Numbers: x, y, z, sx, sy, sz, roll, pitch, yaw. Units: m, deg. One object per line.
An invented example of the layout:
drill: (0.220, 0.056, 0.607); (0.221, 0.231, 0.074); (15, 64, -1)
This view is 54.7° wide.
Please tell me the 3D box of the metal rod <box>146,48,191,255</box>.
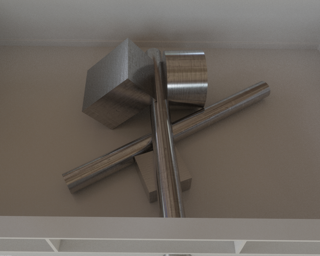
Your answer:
metal rod: (0.002, 0.003, 0.367); (0.025, 0.025, 0.300); (-4, 49, -3)

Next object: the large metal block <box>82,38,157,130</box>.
large metal block: (-0.053, -0.057, 0.409); (0.080, 0.050, 0.080); (-31, 44, 27)

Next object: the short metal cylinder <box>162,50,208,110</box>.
short metal cylinder: (0.031, -0.065, 0.422); (0.050, 0.080, 0.080); (-2, 50, -4)

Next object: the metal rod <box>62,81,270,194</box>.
metal rod: (0.023, 0.003, 0.400); (0.302, 0.025, 0.025); (-25, 55, -20)

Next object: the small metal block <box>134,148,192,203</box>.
small metal block: (0.003, 0.052, 0.360); (0.050, 0.025, 0.050); (-17, 52, -14)
